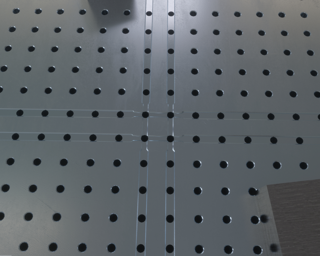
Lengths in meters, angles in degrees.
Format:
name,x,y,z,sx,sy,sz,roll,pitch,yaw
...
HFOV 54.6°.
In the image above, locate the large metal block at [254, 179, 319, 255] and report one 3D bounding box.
name,x,y,z,sx,sy,sz,roll,pitch,yaw
large metal block,0.165,0.106,0.361,0.080,0.050,0.080,-6,70,-2
